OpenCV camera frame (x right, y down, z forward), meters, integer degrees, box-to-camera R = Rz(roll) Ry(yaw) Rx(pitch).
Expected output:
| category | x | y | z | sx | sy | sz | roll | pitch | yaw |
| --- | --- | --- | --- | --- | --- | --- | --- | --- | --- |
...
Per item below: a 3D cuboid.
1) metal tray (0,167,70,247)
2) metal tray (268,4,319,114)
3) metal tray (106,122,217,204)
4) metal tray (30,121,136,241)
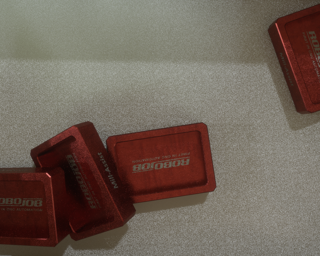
| category | x | y | z | sx | sy | sz | roll | pitch | yaw |
| --- | --- | --- | --- | --- | --- | --- | --- | --- | --- |
| metal tray | -0.182 | 0.097 | 0.387 | 0.131 | 0.030 | 0.089 | -2 | 96 | 13 |
| metal tray | 0.211 | -0.093 | 0.411 | 0.090 | 0.030 | 0.129 | -20 | 90 | -1 |
| metal tray | 0.002 | 0.046 | 0.408 | 0.131 | 0.030 | 0.089 | -9 | 90 | -1 |
| metal tray | -0.098 | 0.068 | 0.387 | 0.090 | 0.030 | 0.129 | -26 | 90 | 28 |
